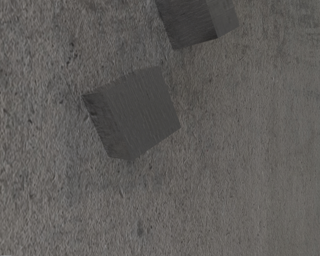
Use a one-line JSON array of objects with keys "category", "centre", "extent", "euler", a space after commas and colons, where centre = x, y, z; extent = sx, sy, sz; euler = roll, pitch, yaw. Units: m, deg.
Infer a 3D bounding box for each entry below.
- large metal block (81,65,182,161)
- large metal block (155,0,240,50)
[{"category": "large metal block", "centre": [-0.031, -0.019, 0.362], "extent": [0.081, 0.050, 0.080], "euler": [-33, 111, -35]}, {"category": "large metal block", "centre": [0.047, -0.156, 0.407], "extent": [0.050, 0.080, 0.080], "euler": [-36, 112, -34]}]
